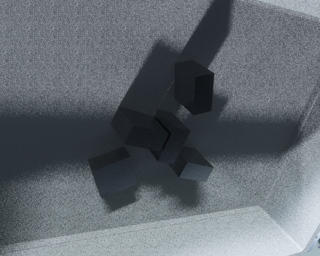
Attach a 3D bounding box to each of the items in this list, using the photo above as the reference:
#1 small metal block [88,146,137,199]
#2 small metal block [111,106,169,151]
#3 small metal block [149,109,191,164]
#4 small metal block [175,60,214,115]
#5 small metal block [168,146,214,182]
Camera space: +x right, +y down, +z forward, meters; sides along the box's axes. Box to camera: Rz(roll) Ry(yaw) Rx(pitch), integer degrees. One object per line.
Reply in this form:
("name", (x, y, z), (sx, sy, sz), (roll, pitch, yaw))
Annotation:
("small metal block", (-0.062, 0.059, 0.411), (0.050, 0.025, 0.050), (-20, 126, -17))
("small metal block", (-0.025, 0.001, 0.379), (0.050, 0.050, 0.025), (15, 111, -34))
("small metal block", (0.007, 0.011, 0.403), (0.025, 0.050, 0.050), (12, 112, -34))
("small metal block", (0.041, -0.051, 0.383), (0.025, 0.050, 0.050), (-15, 125, -20))
("small metal block", (0.040, 0.049, 0.445), (0.050, 0.050, 0.025), (15, 110, -35))
